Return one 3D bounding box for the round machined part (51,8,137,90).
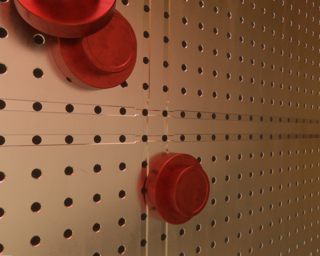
[{"bbox_3d":[-0.065,-0.093,0.345,0.099,0.042,0.097,0,90,-40],"label":"round machined part"}]

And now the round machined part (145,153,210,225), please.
[{"bbox_3d":[0.031,0.084,0.427,0.099,0.042,0.097,0,90,-40],"label":"round machined part"}]

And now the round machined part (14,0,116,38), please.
[{"bbox_3d":[-0.090,-0.139,0.294,0.099,0.042,0.098,5,67,-13],"label":"round machined part"}]
